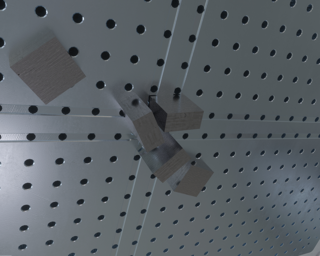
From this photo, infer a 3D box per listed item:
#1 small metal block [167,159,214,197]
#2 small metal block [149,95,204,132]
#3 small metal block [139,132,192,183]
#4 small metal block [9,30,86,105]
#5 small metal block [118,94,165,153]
[{"bbox_3d":[0.047,0.076,0.483,0.050,0.025,0.050,22,106,-36],"label":"small metal block"},{"bbox_3d":[0.019,-0.020,0.392,0.050,0.050,0.025,-5,121,-26],"label":"small metal block"},{"bbox_3d":[0.006,0.037,0.421,0.050,0.050,0.025,-41,129,-1],"label":"small metal block"},{"bbox_3d":[-0.112,-0.060,0.312,0.050,0.025,0.050,-36,129,-4],"label":"small metal block"},{"bbox_3d":[-0.023,-0.007,0.378,0.025,0.050,0.050,-30,128,-9],"label":"small metal block"}]
